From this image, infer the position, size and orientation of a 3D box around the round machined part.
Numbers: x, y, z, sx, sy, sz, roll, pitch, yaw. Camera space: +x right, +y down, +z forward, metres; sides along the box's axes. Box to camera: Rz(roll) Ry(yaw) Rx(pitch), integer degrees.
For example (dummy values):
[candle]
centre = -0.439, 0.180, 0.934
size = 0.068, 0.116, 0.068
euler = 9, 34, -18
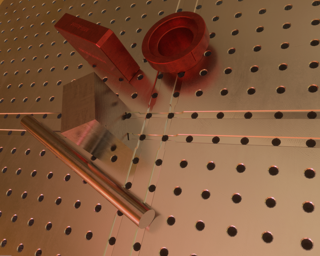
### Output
[round machined part]
centre = 0.026, -0.120, 0.456
size = 0.098, 0.042, 0.098
euler = -13, 56, 20

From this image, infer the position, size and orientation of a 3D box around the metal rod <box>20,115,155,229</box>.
[metal rod]
centre = -0.121, 0.046, 0.440
size = 0.300, 0.025, 0.025
euler = 28, 77, 37

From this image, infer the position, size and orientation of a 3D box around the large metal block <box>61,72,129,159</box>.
[large metal block]
centre = -0.088, -0.016, 0.427
size = 0.050, 0.080, 0.080
euler = -21, 54, 16

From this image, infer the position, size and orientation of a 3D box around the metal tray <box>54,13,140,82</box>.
[metal tray]
centre = -0.101, -0.129, 0.496
size = 0.130, 0.090, 0.030
euler = 31, 79, 37
